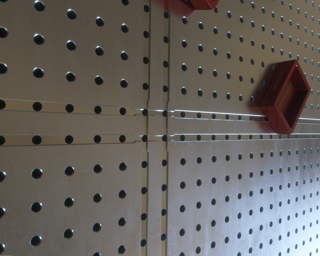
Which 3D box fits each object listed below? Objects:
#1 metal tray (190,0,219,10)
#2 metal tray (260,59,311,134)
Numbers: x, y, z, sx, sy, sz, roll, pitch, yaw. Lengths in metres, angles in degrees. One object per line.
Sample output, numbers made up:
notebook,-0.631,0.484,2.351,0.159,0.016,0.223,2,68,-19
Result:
metal tray,0.071,-0.249,0.441,0.090,0.030,0.130,34,77,-49
metal tray,0.255,-0.062,0.623,0.090,0.030,0.130,49,61,-29
